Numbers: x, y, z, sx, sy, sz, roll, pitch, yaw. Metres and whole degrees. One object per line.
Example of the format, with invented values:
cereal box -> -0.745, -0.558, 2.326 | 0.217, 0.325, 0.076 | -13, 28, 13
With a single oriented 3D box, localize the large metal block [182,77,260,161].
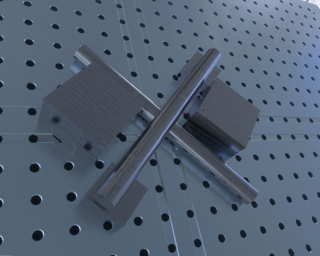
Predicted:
large metal block -> 0.088, -0.012, 0.447 | 0.080, 0.050, 0.080 | 37, 51, -4

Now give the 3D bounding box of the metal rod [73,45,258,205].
metal rod -> 0.009, -0.004, 0.414 | 0.300, 0.025, 0.025 | 40, 51, -1

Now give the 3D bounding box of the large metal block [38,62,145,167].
large metal block -> -0.078, -0.017, 0.360 | 0.080, 0.050, 0.080 | 40, 51, -1

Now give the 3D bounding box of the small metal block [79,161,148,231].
small metal block -> -0.049, 0.074, 0.336 | 0.050, 0.025, 0.050 | 38, 51, -3

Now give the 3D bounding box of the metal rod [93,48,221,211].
metal rod -> 0.015, -0.022, 0.397 | 0.025, 0.025, 0.301 | 39, 51, -2

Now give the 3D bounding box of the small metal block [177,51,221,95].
small metal block -> 0.063, -0.088, 0.496 | 0.050, 0.025, 0.050 | 39, 51, -2
